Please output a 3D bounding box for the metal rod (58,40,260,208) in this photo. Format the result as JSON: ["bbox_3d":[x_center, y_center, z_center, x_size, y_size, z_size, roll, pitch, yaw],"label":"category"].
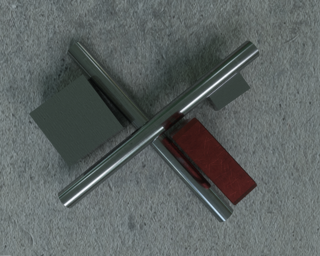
[{"bbox_3d":[-0.001,-0.005,0.386,0.300,0.025,0.025,-39,91,-1],"label":"metal rod"}]

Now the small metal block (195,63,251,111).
[{"bbox_3d":[0.082,-0.057,0.412,0.050,0.025,0.050,-35,90,0],"label":"small metal block"}]

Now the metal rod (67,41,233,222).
[{"bbox_3d":[-0.012,0.006,0.411,0.025,0.025,0.300,-42,91,0],"label":"metal rod"}]

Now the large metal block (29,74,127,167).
[{"bbox_3d":[-0.101,-0.009,0.396,0.080,0.050,0.080,-37,90,0],"label":"large metal block"}]

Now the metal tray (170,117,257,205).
[{"bbox_3d":[0.053,0.032,0.359,0.030,0.130,0.090,-43,90,1],"label":"metal tray"}]
